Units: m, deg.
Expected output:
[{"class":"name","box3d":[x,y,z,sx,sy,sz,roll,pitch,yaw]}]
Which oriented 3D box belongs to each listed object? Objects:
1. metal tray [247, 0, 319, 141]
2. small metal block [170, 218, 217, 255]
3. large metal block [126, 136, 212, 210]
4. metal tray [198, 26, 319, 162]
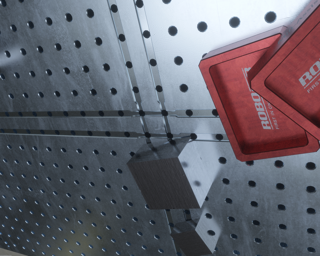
[{"class":"metal tray","box3d":[0.151,-0.063,0.261,0.090,0.030,0.129,36,115,-7]},{"class":"small metal block","box3d":[0.053,0.174,0.490,0.050,0.025,0.050,-26,104,37]},{"class":"large metal block","box3d":[0.014,0.064,0.426,0.080,0.050,0.080,-11,113,32]},{"class":"metal tray","box3d":[0.108,-0.030,0.332,0.090,0.030,0.129,-13,112,33]}]
